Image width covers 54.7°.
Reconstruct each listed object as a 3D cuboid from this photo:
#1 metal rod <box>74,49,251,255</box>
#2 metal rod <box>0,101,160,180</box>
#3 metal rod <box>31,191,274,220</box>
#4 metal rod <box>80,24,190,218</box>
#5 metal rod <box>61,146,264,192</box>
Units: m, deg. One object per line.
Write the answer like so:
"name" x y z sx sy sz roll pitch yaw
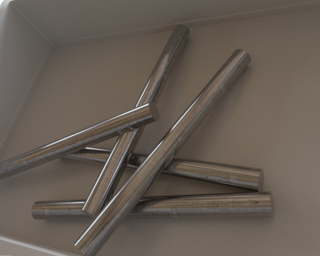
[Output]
"metal rod" 0.015 0.016 0.360 0.025 0.025 0.301 27 68 37
"metal rod" -0.137 0.028 0.425 0.300 0.025 0.025 -20 54 22
"metal rod" -0.028 0.093 0.360 0.301 0.025 0.025 -8 58 23
"metal rod" -0.021 -0.027 0.408 0.025 0.025 0.300 7 59 31
"metal rod" -0.027 0.043 0.390 0.300 0.025 0.025 5 64 30
